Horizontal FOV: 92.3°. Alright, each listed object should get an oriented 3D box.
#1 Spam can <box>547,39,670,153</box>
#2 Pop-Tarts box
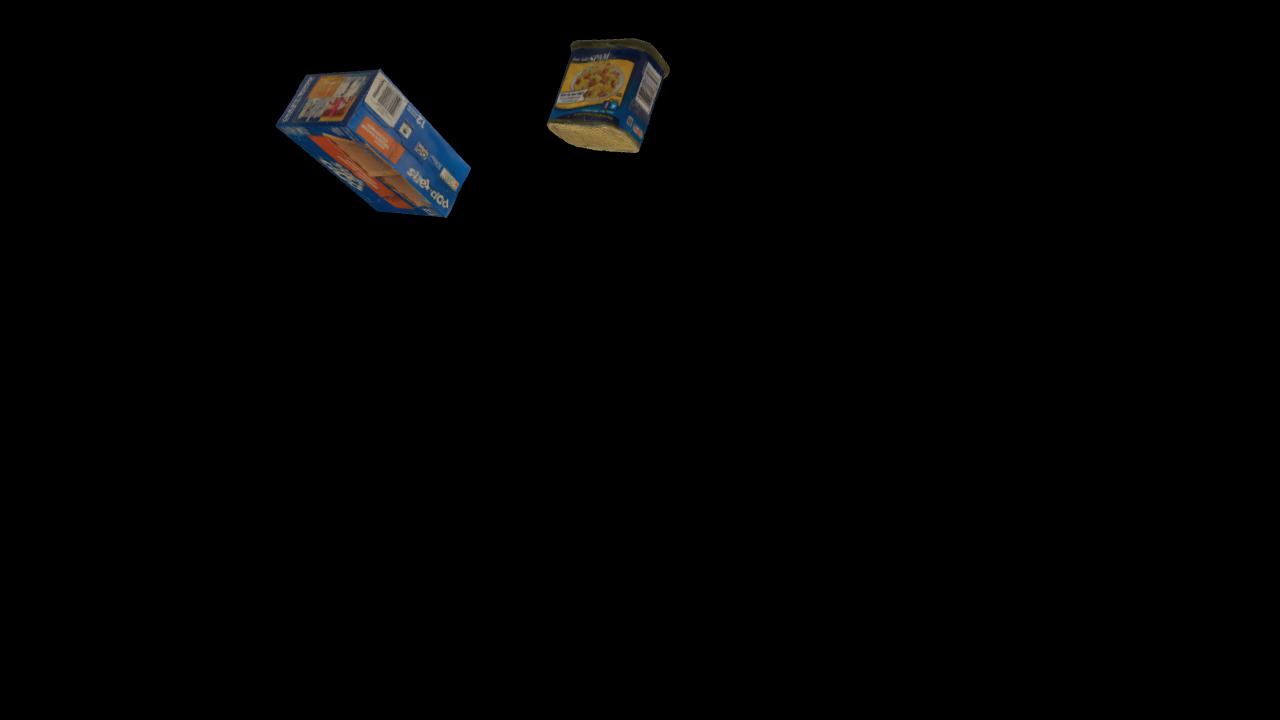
[{"bbox_3d":[-0.033,-0.253,0.594,0.101,0.085,0.058,17,-3,33],"label":"Spam can"},{"bbox_3d":[-0.324,-0.262,0.763,0.141,0.083,0.167,13,-19,29],"label":"Pop-Tarts box"}]
